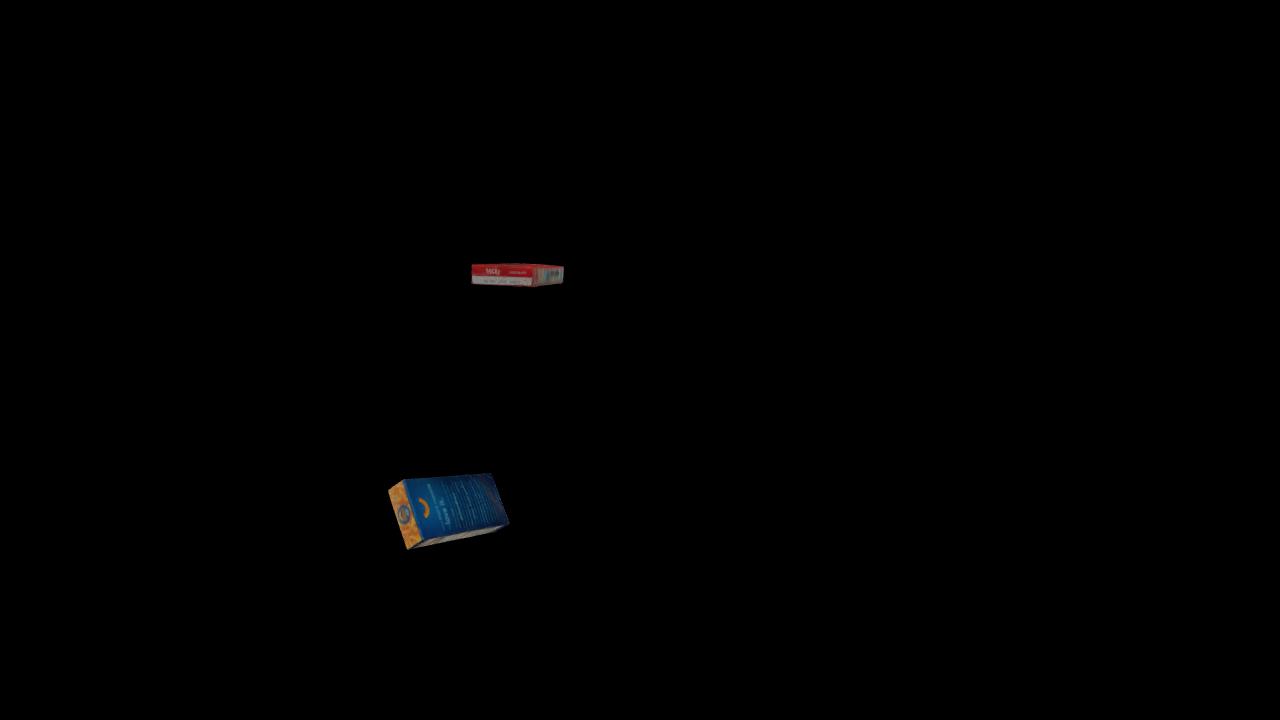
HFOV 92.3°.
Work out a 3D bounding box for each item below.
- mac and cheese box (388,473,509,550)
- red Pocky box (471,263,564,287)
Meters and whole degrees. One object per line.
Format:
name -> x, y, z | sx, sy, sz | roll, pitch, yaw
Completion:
mac and cheese box -> -0.281, 0.222, 0.924 | 0.041, 0.093, 0.184 | -33, -20, 20
red Pocky box -> -0.162, -0.117, 0.838 | 0.083, 0.028, 0.155 | 3, 9, 7
